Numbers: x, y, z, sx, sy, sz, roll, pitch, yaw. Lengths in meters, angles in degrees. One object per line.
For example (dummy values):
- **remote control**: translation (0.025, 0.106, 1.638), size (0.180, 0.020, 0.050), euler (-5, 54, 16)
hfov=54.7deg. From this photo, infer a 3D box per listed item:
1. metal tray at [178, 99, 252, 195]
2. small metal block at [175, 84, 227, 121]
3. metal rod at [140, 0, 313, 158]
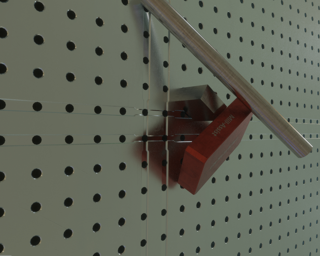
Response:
- **metal tray**: translation (0.081, 0.025, 0.444), size (0.131, 0.030, 0.089), euler (-41, 154, -33)
- **small metal block**: translation (0.059, -0.035, 0.444), size (0.050, 0.050, 0.025), euler (42, 65, -32)
- **metal rod**: translation (0.092, -0.069, 0.415), size (0.300, 0.025, 0.025), euler (43, 61, -6)
